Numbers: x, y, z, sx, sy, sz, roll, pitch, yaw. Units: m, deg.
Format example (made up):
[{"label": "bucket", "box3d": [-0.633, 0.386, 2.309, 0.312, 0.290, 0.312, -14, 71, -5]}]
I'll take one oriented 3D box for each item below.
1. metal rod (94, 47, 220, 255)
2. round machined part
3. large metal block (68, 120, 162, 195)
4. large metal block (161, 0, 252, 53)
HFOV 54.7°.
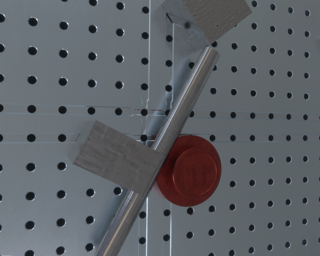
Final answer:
[{"label": "metal rod", "box3d": [-0.001, 0.030, 0.391, 0.025, 0.025, 0.299, 30, 81, -18]}, {"label": "round machined part", "box3d": [0.041, 0.058, 0.419, 0.099, 0.042, 0.097, 0, 90, -20]}, {"label": "large metal block", "box3d": [-0.056, 0.032, 0.363, 0.080, 0.080, 0.050, 29, 81, -18]}, {"label": "large metal block", "box3d": [0.063, -0.163, 0.422, 0.080, 0.050, 0.080, -40, 103, -16]}]
